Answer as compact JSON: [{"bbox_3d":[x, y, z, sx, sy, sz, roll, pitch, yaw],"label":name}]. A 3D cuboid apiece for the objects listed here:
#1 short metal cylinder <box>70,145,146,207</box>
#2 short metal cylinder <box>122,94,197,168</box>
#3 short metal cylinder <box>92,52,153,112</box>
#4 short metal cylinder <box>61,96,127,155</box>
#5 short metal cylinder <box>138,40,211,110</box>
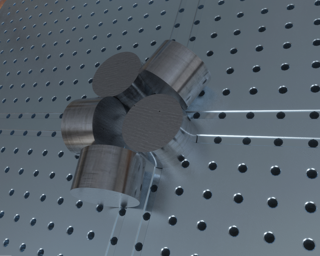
[{"bbox_3d":[-0.060,0.059,0.367,0.080,0.080,0.050,-6,60,25],"label":"short metal cylinder"},{"bbox_3d":[0.000,0.004,0.390,0.080,0.050,0.080,-13,57,21],"label":"short metal cylinder"},{"bbox_3d":[-0.052,-0.065,0.459,0.080,0.050,0.080,-14,56,22],"label":"short metal cylinder"},{"bbox_3d":[-0.086,-0.001,0.420,0.050,0.080,0.080,-2,61,27],"label":"short metal cylinder"},{"bbox_3d":[0.019,-0.068,0.405,0.080,0.080,0.050,32,79,38],"label":"short metal cylinder"}]
